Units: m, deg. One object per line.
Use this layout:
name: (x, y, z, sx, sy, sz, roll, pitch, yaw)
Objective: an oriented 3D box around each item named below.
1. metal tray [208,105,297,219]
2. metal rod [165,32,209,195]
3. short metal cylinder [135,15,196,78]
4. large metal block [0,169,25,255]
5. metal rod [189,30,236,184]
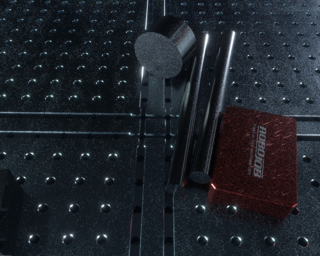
metal tray: (0.115, 0.035, 0.377, 0.090, 0.030, 0.130, 12, 51, 9)
metal rod: (0.045, -0.043, 0.444, 0.025, 0.025, 0.300, 9, 50, 7)
short metal cylinder: (0.009, -0.124, 0.476, 0.080, 0.080, 0.050, 22, 53, 17)
large metal block: (-0.192, 0.093, 0.311, 0.081, 0.050, 0.080, -6, 50, -5)
metal rod: (0.083, -0.053, 0.449, 0.025, 0.025, 0.300, 12, 50, 9)
